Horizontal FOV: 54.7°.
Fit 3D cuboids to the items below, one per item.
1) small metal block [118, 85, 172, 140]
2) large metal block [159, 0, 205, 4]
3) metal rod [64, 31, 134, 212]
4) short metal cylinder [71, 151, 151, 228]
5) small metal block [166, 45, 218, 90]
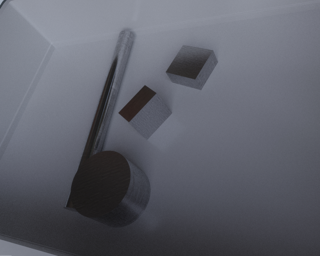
[{"bbox_3d":[-0.018,-0.020,0.410,0.050,0.050,0.025,-47,52,-5],"label":"small metal block"},{"bbox_3d":[0.048,-0.239,0.494,0.080,0.050,0.080,11,42,32],"label":"large metal block"},{"bbox_3d":[-0.084,-0.026,0.464,0.025,0.025,0.299,-3,60,26],"label":"metal rod"},{"bbox_3d":[-0.059,0.074,0.374,0.080,0.050,0.080,-13,56,20],"label":"short metal cylinder"},{"bbox_3d":[0.045,-0.085,0.434,0.050,0.025,0.050,21,73,35],"label":"small metal block"}]
